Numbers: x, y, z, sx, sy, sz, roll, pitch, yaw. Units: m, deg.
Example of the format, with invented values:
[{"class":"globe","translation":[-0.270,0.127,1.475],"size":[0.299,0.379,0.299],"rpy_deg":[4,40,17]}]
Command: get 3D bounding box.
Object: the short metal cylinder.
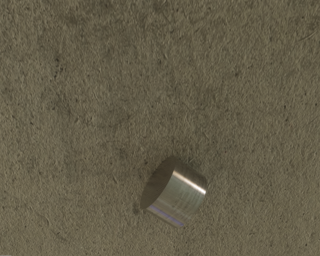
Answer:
[{"class":"short metal cylinder","translation":[0.017,0.084,0.411],"size":[0.050,0.080,0.080],"rpy_deg":[34,106,-12]}]
